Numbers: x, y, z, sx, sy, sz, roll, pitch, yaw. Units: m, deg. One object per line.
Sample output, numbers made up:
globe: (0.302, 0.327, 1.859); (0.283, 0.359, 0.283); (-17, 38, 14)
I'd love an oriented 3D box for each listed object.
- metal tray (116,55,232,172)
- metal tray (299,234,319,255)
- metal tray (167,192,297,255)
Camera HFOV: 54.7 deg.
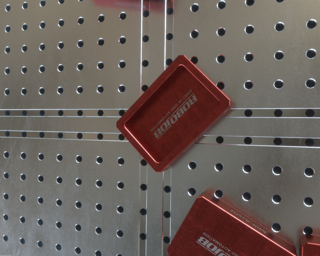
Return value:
metal tray: (0.017, -0.017, 0.403); (0.130, 0.030, 0.090); (-46, 76, 14)
metal tray: (0.201, 0.191, 0.339); (0.090, 0.030, 0.129); (3, 91, 19)
metal tray: (0.085, 0.151, 0.380); (0.130, 0.030, 0.090); (31, 100, 17)
